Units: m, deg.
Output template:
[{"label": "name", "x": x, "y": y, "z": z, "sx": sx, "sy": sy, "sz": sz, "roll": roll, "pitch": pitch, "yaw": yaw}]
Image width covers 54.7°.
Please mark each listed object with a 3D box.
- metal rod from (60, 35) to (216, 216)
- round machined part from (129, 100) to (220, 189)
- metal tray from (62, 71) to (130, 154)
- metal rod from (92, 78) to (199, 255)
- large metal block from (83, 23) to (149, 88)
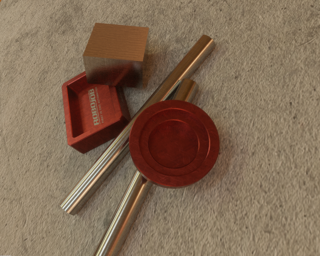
[{"label": "metal rod", "x": -0.025, "y": -0.010, "z": 0.421, "sx": 0.025, "sy": 0.025, "sz": 0.300, "roll": 33, "pitch": 80, "yaw": 38}, {"label": "round machined part", "x": 0.015, "y": 0.020, "z": 0.354, "sx": 0.099, "sy": 0.042, "sz": 0.098, "roll": 1, "pitch": 72, "yaw": -2}, {"label": "metal tray", "x": -0.100, "y": -0.036, "z": 0.472, "sx": 0.090, "sy": 0.030, "sz": 0.130, "roll": -27, "pitch": 53, "yaw": 10}, {"label": "metal rod", "x": -0.024, "y": 0.068, "z": 0.373, "sx": 0.025, "sy": 0.025, "sz": 0.300, "roll": 15, "pitch": 69, "yaw": 34}, {"label": "large metal block", "x": -0.061, "y": -0.108, "z": 0.457, "sx": 0.081, "sy": 0.050, "sz": 0.080, "roll": 5, "pitch": 51, "yaw": 0}]
